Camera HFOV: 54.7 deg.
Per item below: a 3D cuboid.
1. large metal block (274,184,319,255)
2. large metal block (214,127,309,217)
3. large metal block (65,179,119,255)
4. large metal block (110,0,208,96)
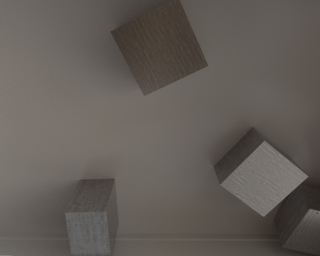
[{"bbox_3d":[0.223,0.133,0.441,0.080,0.050,0.079,14,121,-4],"label":"large metal block"},{"bbox_3d":[0.134,0.059,0.422,0.080,0.050,0.080,37,106,-13],"label":"large metal block"},{"bbox_3d":[-0.090,0.125,0.427,0.050,0.080,0.079,-1,110,0],"label":"large metal block"},{"bbox_3d":[0.000,-0.095,0.363,0.080,0.050,0.080,-25,109,8],"label":"large metal block"}]
